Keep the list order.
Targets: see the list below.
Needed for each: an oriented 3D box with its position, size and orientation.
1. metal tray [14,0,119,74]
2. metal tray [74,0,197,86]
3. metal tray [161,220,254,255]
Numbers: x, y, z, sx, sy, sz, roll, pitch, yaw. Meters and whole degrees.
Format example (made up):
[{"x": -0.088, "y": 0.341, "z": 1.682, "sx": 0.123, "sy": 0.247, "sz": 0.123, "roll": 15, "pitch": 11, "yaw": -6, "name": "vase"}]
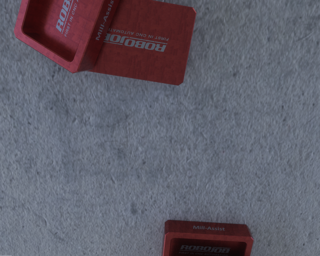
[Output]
[{"x": -0.094, "y": -0.135, "z": 0.323, "sx": 0.090, "sy": 0.030, "sz": 0.129, "roll": 33, "pitch": 114, "yaw": 10, "name": "metal tray"}, {"x": -0.030, "y": -0.106, "z": 0.368, "sx": 0.131, "sy": 0.030, "sz": 0.089, "roll": 8, "pitch": 110, "yaw": -4, "name": "metal tray"}, {"x": 0.069, "y": 0.192, "z": 0.478, "sx": 0.131, "sy": 0.030, "sz": 0.089, "roll": 4, "pitch": 110, "yaw": -2, "name": "metal tray"}]
